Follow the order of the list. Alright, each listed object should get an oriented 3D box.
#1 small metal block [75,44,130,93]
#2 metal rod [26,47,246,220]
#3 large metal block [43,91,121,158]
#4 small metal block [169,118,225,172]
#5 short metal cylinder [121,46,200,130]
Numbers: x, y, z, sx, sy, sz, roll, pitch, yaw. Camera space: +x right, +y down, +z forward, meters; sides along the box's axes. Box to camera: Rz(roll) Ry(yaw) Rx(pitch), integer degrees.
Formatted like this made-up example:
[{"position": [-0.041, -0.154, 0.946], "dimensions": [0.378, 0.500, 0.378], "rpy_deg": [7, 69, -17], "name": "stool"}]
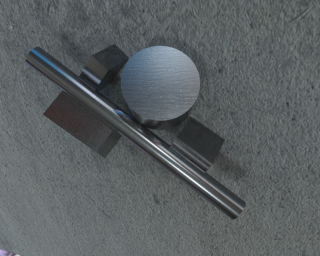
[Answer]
[{"position": [-0.071, -0.072, 0.384], "dimensions": [0.025, 0.050, 0.050], "rpy_deg": [44, 129, -2], "name": "small metal block"}, {"position": [-0.030, 0.004, 0.361], "dimensions": [0.300, 0.025, 0.025], "rpy_deg": [37, 129, 3], "name": "metal rod"}, {"position": [-0.096, -0.006, 0.414], "dimensions": [0.080, 0.050, 0.080], "rpy_deg": [35, 169, 4], "name": "large metal block"}, {"position": [0.045, 0.021, 0.377], "dimensions": [0.050, 0.050, 0.025], "rpy_deg": [35, 129, 4], "name": "small metal block"}, {"position": [0.000, -0.041, 0.338], "dimensions": [0.080, 0.080, 0.050], "rpy_deg": [34, 170, 5], "name": "short metal cylinder"}]
